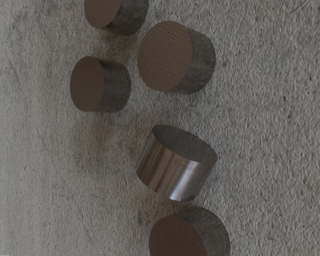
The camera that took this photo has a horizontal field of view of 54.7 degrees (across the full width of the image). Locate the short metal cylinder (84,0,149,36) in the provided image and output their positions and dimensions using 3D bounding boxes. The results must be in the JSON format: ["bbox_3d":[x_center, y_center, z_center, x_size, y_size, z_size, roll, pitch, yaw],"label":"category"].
[{"bbox_3d":[-0.062,-0.176,0.440,0.080,0.050,0.080,0,90,40],"label":"short metal cylinder"}]

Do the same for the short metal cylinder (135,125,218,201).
[{"bbox_3d":[0.018,0.038,0.354,0.080,0.081,0.050,38,114,33],"label":"short metal cylinder"}]

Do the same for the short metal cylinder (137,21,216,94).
[{"bbox_3d":[0.019,-0.082,0.373,0.080,0.050,0.080,0,90,40],"label":"short metal cylinder"}]

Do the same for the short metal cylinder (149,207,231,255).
[{"bbox_3d":[0.034,0.137,0.361,0.080,0.050,0.080,0,90,40],"label":"short metal cylinder"}]

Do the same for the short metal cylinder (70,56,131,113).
[{"bbox_3d":[-0.089,-0.063,0.463,0.080,0.050,0.080,0,90,40],"label":"short metal cylinder"}]
